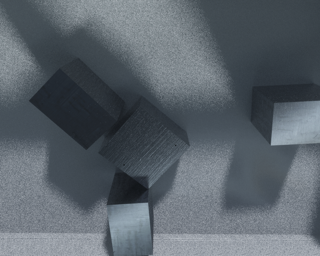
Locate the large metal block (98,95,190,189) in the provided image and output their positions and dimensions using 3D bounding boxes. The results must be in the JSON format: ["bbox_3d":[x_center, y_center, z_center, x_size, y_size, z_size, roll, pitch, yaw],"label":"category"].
[{"bbox_3d":[-0.020,0.018,0.405,0.080,0.050,0.080,39,105,-14],"label":"large metal block"}]

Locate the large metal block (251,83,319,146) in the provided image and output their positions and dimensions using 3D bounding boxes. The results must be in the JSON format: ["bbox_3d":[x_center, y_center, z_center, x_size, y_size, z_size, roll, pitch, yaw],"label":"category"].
[{"bbox_3d":[0.163,-0.019,0.377,0.081,0.080,0.050,-3,110,0],"label":"large metal block"}]

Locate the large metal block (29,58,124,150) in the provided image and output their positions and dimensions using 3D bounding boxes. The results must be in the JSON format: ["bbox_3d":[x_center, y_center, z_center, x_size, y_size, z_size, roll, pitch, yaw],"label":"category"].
[{"bbox_3d":[-0.093,-0.032,0.369,0.050,0.080,0.080,-42,105,14],"label":"large metal block"}]

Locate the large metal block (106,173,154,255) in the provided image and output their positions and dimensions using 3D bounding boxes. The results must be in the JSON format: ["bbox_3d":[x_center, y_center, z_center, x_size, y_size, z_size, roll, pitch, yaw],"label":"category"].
[{"bbox_3d":[-0.037,0.115,0.424,0.050,0.080,0.079,-4,110,1],"label":"large metal block"}]
